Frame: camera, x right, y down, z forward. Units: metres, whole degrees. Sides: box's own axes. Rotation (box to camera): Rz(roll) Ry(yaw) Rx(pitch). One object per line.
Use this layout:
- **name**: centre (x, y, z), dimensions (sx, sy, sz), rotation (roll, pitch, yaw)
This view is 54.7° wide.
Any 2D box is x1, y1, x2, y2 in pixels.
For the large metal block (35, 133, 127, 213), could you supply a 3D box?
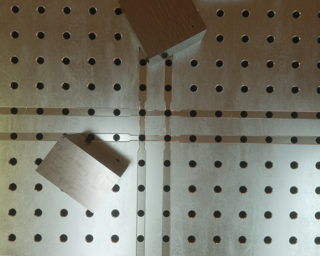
- **large metal block**: centre (-0.092, 0.051, 0.385), dimensions (0.080, 0.080, 0.050), rotation (37, 90, -1)

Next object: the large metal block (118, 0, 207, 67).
- **large metal block**: centre (0.003, -0.137, 0.401), dimensions (0.080, 0.050, 0.080), rotation (-28, 90, 0)
